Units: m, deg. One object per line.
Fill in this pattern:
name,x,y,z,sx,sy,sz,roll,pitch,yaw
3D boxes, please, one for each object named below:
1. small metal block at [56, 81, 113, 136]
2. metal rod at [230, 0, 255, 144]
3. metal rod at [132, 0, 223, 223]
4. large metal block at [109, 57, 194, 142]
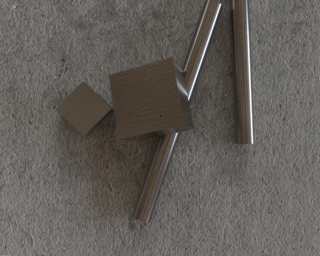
small metal block,-0.098,-0.025,0.409,0.050,0.025,0.050,44,90,-1
metal rod,0.107,-0.129,0.411,0.025,0.025,0.298,-2,90,-1
metal rod,0.023,-0.022,0.410,0.025,0.025,0.298,19,90,-1
large metal block,-0.009,-0.031,0.381,0.080,0.050,0.080,-13,80,16
